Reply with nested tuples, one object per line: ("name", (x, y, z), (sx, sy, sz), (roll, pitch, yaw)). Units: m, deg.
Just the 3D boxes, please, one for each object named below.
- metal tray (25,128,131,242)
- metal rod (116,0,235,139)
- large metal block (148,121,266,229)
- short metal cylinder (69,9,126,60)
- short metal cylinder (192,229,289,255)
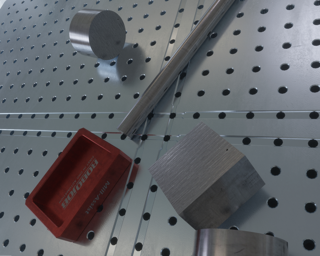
("metal tray", (-0.111, 0.072, 0.418), (0.090, 0.030, 0.130), (26, 75, 37))
("metal rod", (0.037, -0.111, 0.456), (0.025, 0.025, 0.300), (28, 77, 37))
("large metal block", (0.045, 0.050, 0.324), (0.080, 0.050, 0.080), (-42, 34, -1))
("short metal cylinder", (-0.105, -0.159, 0.526), (0.050, 0.080, 0.080), (20, 72, 35))
("short metal cylinder", (0.067, 0.120, 0.264), (0.080, 0.080, 0.050), (-4, 60, 26))
